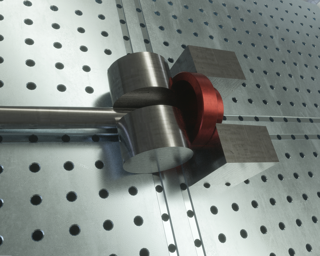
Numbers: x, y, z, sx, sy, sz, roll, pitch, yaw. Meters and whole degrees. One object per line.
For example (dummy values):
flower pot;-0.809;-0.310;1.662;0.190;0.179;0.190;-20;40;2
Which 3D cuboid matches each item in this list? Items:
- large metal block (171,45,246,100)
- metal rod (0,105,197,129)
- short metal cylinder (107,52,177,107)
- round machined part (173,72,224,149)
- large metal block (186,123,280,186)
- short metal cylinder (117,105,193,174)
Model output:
large metal block;0.061;-0.069;0.449;0.081;0.080;0.050;0;62;-28
metal rod;-0.095;-0.012;0.349;0.303;0.025;0.025;-1;62;-24
short metal cylinder;-0.023;-0.050;0.391;0.081;0.080;0.050;1;62;-28
round machined part;0.044;-0.021;0.397;0.042;0.097;0.098;1;62;-28
large metal block;0.088;0.036;0.399;0.081;0.080;0.050;3;61;-27
short metal cylinder;-0.007;0.015;0.359;0.081;0.080;0.050;1;62;-28
